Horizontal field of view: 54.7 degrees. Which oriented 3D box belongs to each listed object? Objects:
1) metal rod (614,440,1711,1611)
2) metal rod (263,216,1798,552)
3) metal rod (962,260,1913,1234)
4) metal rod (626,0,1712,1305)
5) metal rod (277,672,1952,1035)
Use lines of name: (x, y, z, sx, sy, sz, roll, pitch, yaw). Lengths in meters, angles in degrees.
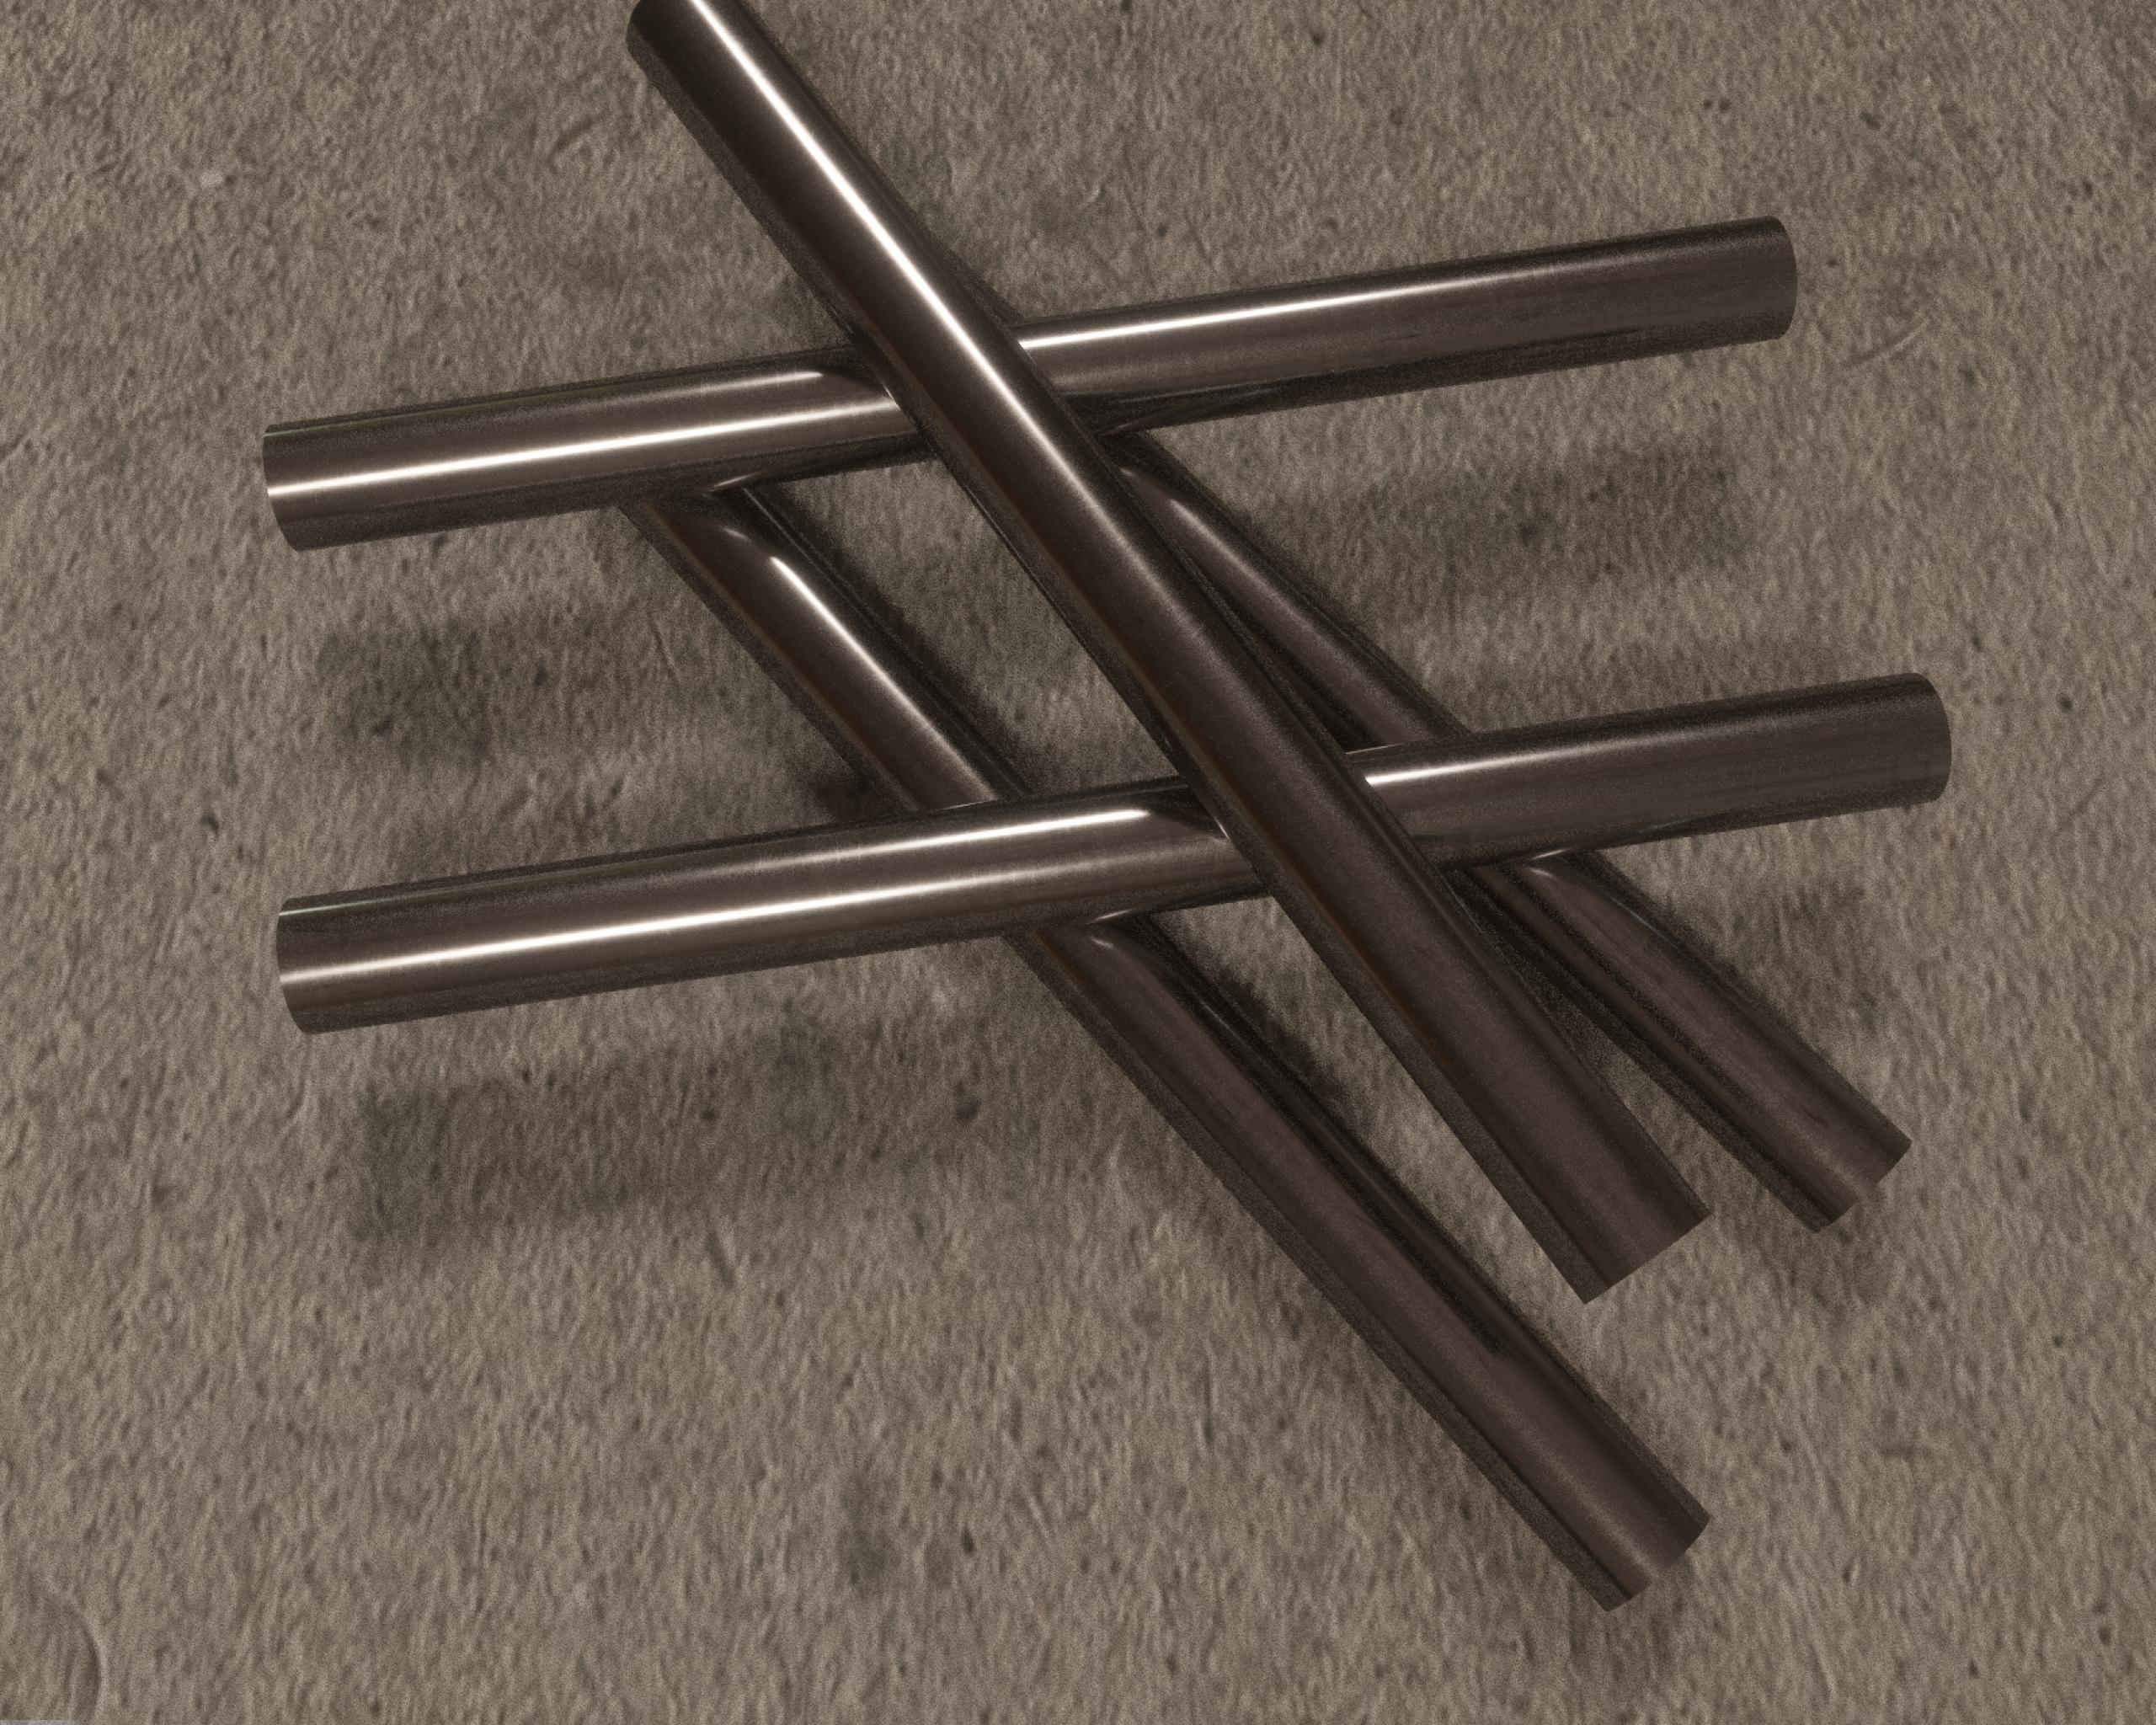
metal rod: (0.003, 0.016, 0.403, 0.025, 0.025, 0.300, -39, 75, -13)
metal rod: (-0.006, -0.097, 0.418, 0.302, 0.025, 0.025, -9, 71, -4)
metal rod: (0.044, -0.043, 0.425, 0.025, 0.025, 0.300, -41, 75, -14)
metal rod: (0.006, -0.052, 0.376, 0.025, 0.025, 0.299, -33, 74, -11)
metal rod: (0.010, -0.002, 0.384, 0.302, 0.025, 0.025, -8, 70, -4)
